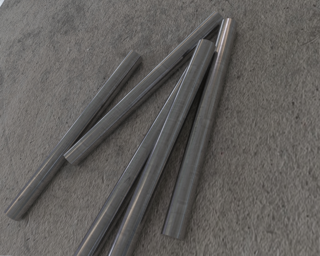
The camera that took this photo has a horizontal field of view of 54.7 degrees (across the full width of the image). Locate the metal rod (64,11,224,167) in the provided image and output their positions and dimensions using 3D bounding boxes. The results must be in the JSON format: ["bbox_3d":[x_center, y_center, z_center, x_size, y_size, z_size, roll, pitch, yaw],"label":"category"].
[{"bbox_3d":[-0.021,-0.058,0.450,0.300,0.025,0.025,-44,51,-3],"label":"metal rod"}]

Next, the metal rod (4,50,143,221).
[{"bbox_3d":[-0.123,0.005,0.465,0.025,0.025,0.300,27,76,37],"label":"metal rod"}]

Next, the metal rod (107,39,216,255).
[{"bbox_3d":[0.005,0.024,0.372,0.025,0.025,0.299,13,73,33],"label":"metal rod"}]

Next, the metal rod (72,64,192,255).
[{"bbox_3d":[-0.020,0.034,0.392,0.025,0.025,0.300,20,72,35],"label":"metal rod"}]

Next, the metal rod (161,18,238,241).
[{"bbox_3d":[0.056,-0.016,0.384,0.025,0.025,0.300,4,63,30],"label":"metal rod"}]
